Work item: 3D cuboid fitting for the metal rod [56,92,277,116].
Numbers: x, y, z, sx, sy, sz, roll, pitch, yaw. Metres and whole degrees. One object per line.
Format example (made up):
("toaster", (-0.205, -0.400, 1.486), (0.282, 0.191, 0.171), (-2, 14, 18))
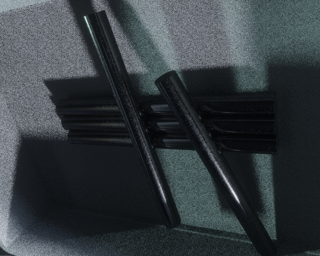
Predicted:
("metal rod", (-0.012, -0.028, 0.395), (0.301, 0.025, 0.025), (1, 119, 27))

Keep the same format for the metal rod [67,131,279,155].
("metal rod", (-0.002, 0.015, 0.416), (0.301, 0.025, 0.025), (1, 119, 27))

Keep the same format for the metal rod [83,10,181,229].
("metal rod", (-0.027, 0.007, 0.391), (0.025, 0.025, 0.298), (-5, 116, 30))

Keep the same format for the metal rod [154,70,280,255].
("metal rod", (0.080, 0.063, 0.377), (0.025, 0.025, 0.299), (-17, 117, 34))

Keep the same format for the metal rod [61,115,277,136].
("metal rod", (-0.008, -0.007, 0.406), (0.301, 0.025, 0.025), (1, 119, 27))
